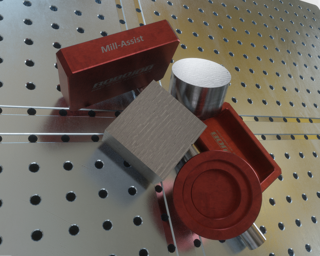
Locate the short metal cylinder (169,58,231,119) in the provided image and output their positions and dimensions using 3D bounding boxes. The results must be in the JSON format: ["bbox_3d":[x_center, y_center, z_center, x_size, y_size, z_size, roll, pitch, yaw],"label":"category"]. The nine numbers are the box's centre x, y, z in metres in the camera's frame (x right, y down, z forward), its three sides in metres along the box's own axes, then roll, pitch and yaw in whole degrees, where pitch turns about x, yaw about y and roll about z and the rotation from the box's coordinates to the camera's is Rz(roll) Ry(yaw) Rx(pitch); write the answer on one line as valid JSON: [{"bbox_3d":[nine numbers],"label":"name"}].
[{"bbox_3d":[0.053,-0.056,0.432,0.081,0.050,0.080,5,39,-4],"label":"short metal cylinder"}]

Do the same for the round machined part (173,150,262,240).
[{"bbox_3d":[0.064,0.077,0.362,0.099,0.042,0.098,0,78,1],"label":"round machined part"}]

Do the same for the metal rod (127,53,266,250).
[{"bbox_3d":[0.033,0.023,0.407,0.025,0.025,0.299,-28,77,-37],"label":"metal rod"}]

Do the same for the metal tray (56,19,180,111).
[{"bbox_3d":[-0.049,-0.071,0.361,0.131,0.090,0.030,-23,76,-21],"label":"metal tray"}]

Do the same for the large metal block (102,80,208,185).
[{"bbox_3d":[-0.008,0.006,0.356,0.080,0.050,0.080,41,69,-1],"label":"large metal block"}]

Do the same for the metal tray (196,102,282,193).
[{"bbox_3d":[0.100,0.034,0.433,0.091,0.030,0.130,-28,77,-37],"label":"metal tray"}]
